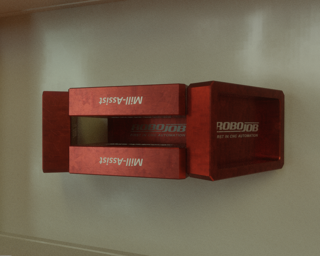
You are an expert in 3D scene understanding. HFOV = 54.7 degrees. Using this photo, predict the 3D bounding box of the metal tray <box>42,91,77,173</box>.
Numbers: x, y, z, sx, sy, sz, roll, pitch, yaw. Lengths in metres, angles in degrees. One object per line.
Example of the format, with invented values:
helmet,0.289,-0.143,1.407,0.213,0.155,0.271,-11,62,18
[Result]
metal tray,-0.125,0.003,0.399,0.030,0.130,0.089,0,91,-12

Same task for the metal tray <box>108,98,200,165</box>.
metal tray,-0.004,0.003,0.408,0.130,0.030,0.089,0,90,19

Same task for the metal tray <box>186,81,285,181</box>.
metal tray,0.084,0.002,0.325,0.030,0.131,0.089,1,91,49

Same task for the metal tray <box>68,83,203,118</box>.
metal tray,-0.024,-0.027,0.350,0.130,0.090,0.030,0,90,20

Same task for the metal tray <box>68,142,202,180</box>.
metal tray,-0.024,0.033,0.351,0.130,0.090,0.030,0,90,19
